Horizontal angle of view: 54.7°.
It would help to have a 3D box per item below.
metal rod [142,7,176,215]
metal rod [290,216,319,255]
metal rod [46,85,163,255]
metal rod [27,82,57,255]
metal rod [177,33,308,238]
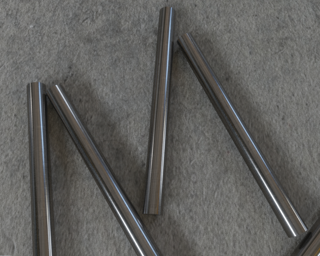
[{"bbox_3d":[0.002,-0.037,0.421,0.025,0.025,0.299,4,70,1],"label":"metal rod"},{"bbox_3d":[0.182,0.133,0.361,0.025,0.025,0.301,42,75,13],"label":"metal rod"},{"bbox_3d":[-0.064,0.068,0.382,0.025,0.025,0.299,-31,73,-11],"label":"metal rod"},{"bbox_3d":[-0.144,0.081,0.376,0.025,0.025,0.299,-9,70,-4],"label":"metal rod"},{"bbox_3d":[0.099,-0.004,0.410,0.025,0.025,0.299,-24,72,-9],"label":"metal rod"}]
